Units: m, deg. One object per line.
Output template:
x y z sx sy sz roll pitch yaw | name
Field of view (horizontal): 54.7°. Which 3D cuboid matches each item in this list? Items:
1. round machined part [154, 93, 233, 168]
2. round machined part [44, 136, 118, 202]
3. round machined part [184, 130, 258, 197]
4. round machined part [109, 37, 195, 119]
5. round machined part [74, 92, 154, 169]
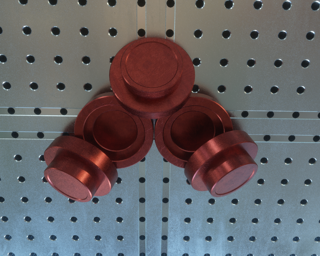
0.042 0.001 0.405 0.099 0.042 0.097 0 110 -1 | round machined part
-0.108 0.059 0.400 0.098 0.042 0.097 16 139 15 | round machined part
0.084 0.052 0.396 0.099 0.042 0.097 -20 143 -16 | round machined part
-0.009 -0.063 0.354 0.099 0.042 0.098 0 72 -1 | round machined part
-0.057 0.000 0.403 0.099 0.042 0.097 0 110 -1 | round machined part
